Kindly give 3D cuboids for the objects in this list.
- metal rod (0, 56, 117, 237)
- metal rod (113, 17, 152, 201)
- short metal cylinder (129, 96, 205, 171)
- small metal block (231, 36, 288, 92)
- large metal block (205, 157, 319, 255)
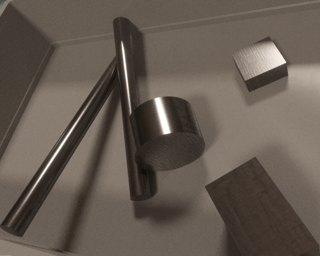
[{"bbox_3d":[-0.108,-0.002,0.412,0.025,0.025,0.300,-1,45,27],"label":"metal rod"},{"bbox_3d":[-0.044,-0.046,0.439,0.025,0.025,0.299,-19,59,17],"label":"metal rod"},{"bbox_3d":[0.007,0.009,0.361,0.080,0.080,0.050,-24,53,13],"label":"short metal cylinder"},{"bbox_3d":[0.125,-0.080,0.389,0.050,0.025,0.050,-24,53,13],"label":"small metal block"},{"bbox_3d":[0.091,0.084,0.271,0.050,0.080,0.080,-32,52,7],"label":"large metal block"}]
